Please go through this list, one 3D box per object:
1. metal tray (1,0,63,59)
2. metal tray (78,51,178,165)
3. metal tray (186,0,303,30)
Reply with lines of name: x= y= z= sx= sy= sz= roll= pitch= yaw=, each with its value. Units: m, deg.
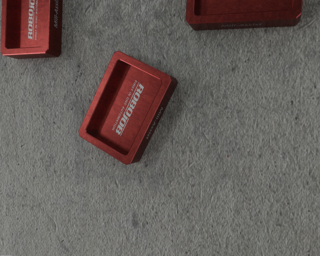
metal tray: x=-0.197 y=-0.175 z=0.475 sx=0.090 sy=0.030 sz=0.129 roll=2 pitch=91 yaw=20
metal tray: x=-0.045 y=-0.027 z=0.421 sx=0.090 sy=0.030 sz=0.129 roll=29 pitch=99 yaw=17
metal tray: x=0.100 y=-0.168 z=0.370 sx=0.130 sy=0.030 sz=0.089 roll=4 pitch=91 yaw=19
